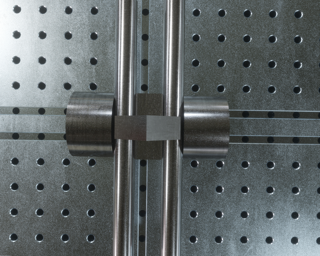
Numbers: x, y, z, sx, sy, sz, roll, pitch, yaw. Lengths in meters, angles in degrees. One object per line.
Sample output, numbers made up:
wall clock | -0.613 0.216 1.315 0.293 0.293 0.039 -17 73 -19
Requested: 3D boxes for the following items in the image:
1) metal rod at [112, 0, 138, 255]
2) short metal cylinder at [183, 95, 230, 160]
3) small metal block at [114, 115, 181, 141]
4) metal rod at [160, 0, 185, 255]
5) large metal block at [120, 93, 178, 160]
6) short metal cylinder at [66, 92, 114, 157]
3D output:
metal rod | -0.041 0.002 0.360 0.025 0.025 0.298 1 90 0
short metal cylinder | 0.053 0.000 0.382 0.050 0.080 0.079 1 90 1
small metal block | -0.013 0.000 0.334 0.050 0.050 0.025 1 91 44
metal rod | 0.015 0.000 0.360 0.025 0.025 0.298 1 90 0
large metal block | -0.014 -0.002 0.397 0.081 0.050 0.079 1 90 0
short metal cylinder | -0.079 -0.004 0.382 0.050 0.080 0.079 1 90 0
